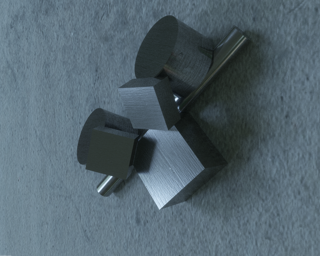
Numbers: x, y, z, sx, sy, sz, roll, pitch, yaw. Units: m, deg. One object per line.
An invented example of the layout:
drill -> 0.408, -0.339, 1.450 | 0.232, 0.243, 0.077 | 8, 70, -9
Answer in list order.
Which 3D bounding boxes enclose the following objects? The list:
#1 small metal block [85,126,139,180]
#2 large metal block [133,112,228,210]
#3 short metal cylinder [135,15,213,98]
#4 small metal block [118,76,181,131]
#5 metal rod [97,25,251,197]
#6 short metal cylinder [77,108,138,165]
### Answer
small metal block -> -0.057, 0.029, 0.370 | 0.050, 0.025, 0.050 | 14, 101, 6
large metal block -> 0.018, 0.037, 0.371 | 0.080, 0.050, 0.080 | -49, 62, 29
short metal cylinder -> 0.014, -0.081, 0.358 | 0.080, 0.050, 0.080 | -32, 47, 43
small metal block -> -0.011, -0.026, 0.332 | 0.050, 0.025, 0.050 | 3, 123, 39
metal rod -> 0.002, -0.004, 0.403 | 0.299, 0.025, 0.025 | -48, 62, 28
short metal cylinder -> -0.074, 0.018, 0.431 | 0.080, 0.050, 0.080 | -32, 47, 43
